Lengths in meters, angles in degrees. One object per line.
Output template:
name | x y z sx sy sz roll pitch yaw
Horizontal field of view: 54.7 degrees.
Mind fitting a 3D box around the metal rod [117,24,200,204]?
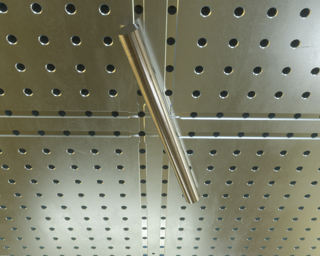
metal rod | 0.010 0.005 0.416 0.025 0.025 0.299 -13 129 10
